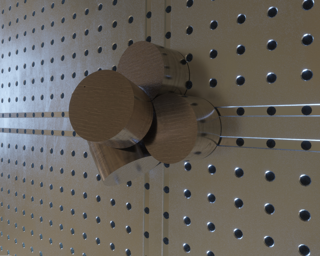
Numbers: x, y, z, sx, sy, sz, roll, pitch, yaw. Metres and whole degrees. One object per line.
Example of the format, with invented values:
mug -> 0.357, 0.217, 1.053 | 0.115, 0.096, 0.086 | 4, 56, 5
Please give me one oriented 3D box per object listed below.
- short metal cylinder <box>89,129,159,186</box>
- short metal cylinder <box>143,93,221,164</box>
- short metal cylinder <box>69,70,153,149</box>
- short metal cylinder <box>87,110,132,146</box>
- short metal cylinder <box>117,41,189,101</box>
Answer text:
short metal cylinder -> -0.046, 0.035, 0.409 | 0.080, 0.081, 0.050 | -41, 66, 32
short metal cylinder -> 0.025, 0.001, 0.370 | 0.080, 0.050, 0.079 | 0, 90, 39
short metal cylinder -> -0.055, -0.020, 0.352 | 0.080, 0.050, 0.080 | -5, 77, 21
short metal cylinder -> -0.066, -0.007, 0.426 | 0.080, 0.081, 0.050 | -41, 65, 32
short metal cylinder -> -0.010, -0.066, 0.398 | 0.080, 0.050, 0.079 | 0, 90, 39
